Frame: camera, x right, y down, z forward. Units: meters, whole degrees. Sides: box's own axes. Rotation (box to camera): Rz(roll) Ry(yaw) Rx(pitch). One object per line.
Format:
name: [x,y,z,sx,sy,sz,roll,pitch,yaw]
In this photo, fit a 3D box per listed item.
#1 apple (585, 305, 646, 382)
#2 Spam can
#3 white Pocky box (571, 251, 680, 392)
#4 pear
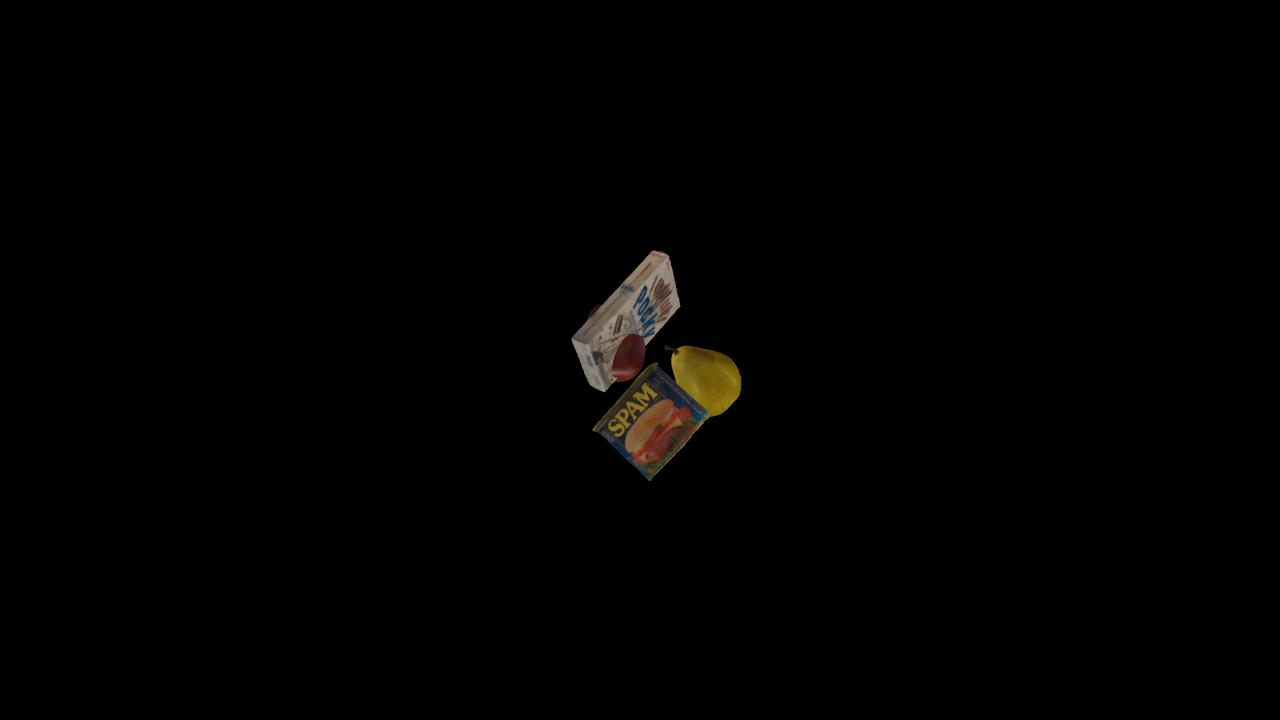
apple: [-0.033,-0.017,0.711,0.079,0.093,0.079,-2,-14,-1]
Spam can: [0.013,0.068,0.676,0.085,0.101,0.058,43,17,6]
white Pocky box: [-0.012,-0.045,0.695,0.028,0.154,0.084,23,-32,31]
pear: [0.068,0.011,0.718,0.080,0.111,0.080,-28,27,16]
